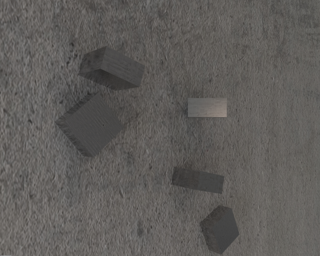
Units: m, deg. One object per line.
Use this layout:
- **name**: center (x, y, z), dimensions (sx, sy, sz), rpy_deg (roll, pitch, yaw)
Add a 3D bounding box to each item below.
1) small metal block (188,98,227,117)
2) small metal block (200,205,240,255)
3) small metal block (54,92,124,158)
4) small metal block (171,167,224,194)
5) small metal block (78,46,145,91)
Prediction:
- **small metal block**: center (0.065, -0.027, 0.429), dimensions (0.050, 0.050, 0.025), rpy_deg (0, 91, -83)
- **small metal block**: center (0.094, 0.158, 0.483), dimensions (0.050, 0.025, 0.050), rpy_deg (-30, 109, -36)
- **small metal block**: center (-0.076, -0.003, 0.340), dimensions (0.050, 0.025, 0.050), rpy_deg (-48, 119, -29)
- **small metal block**: center (0.053, 0.073, 0.432), dimensions (0.050, 0.050, 0.025), rpy_deg (17, 79, -39)
- **small metal block**: center (-0.054, -0.064, 0.343), dimensions (0.050, 0.050, 0.025), rpy_deg (21, 77, -38)
